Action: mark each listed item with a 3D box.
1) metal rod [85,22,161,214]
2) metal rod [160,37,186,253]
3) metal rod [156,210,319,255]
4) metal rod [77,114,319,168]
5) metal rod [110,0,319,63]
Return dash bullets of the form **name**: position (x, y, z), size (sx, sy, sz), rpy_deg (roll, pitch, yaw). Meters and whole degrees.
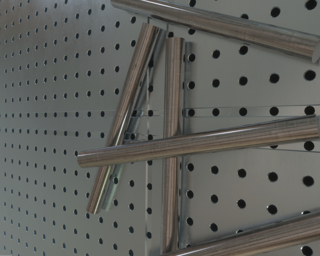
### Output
- **metal rod**: position (-0.059, -0.004, 0.459), size (0.025, 0.025, 0.298), rpy_deg (32, 110, 35)
- **metal rod**: position (0.016, 0.037, 0.397), size (0.025, 0.025, 0.298), rpy_deg (3, 92, 40)
- **metal rod**: position (0.041, 0.146, 0.351), size (0.299, 0.025, 0.025), rpy_deg (-28, 72, 28)
- **metal rod**: position (0.020, 0.022, 0.364), size (0.300, 0.025, 0.025), rpy_deg (-10, 83, 30)
- **metal rod**: position (0.042, -0.132, 0.375), size (0.300, 0.025, 0.025), rpy_deg (30, 109, 36)
